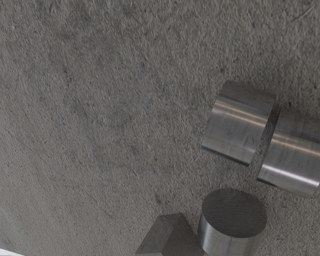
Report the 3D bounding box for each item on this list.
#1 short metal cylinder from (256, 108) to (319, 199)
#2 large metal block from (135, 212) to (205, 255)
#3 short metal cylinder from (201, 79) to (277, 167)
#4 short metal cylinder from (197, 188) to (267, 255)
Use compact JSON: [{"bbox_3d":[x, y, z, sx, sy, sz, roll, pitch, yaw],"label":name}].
[{"bbox_3d":[0.136,0.025,0.315,0.050,0.080,0.079,19,126,17],"label":"short metal cylinder"},{"bbox_3d":[0.019,0.192,0.480,0.050,0.080,0.080,-21,107,36],"label":"large metal block"},{"bbox_3d":[0.082,-0.005,0.325,0.050,0.080,0.079,21,126,15],"label":"short metal cylinder"},{"bbox_3d":[0.091,0.125,0.400,0.080,0.080,0.050,16,125,19],"label":"short metal cylinder"}]
